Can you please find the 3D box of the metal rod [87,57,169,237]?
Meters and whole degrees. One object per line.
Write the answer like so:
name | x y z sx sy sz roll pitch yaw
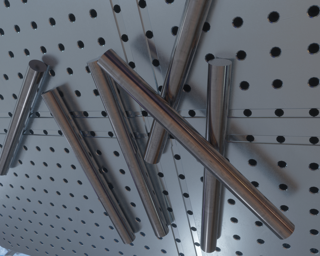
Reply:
metal rod | -0.040 0.042 0.458 0.025 0.025 0.299 -4 117 30

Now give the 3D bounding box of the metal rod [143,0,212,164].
metal rod | 0.022 -0.072 0.355 0.025 0.025 0.298 26 128 12

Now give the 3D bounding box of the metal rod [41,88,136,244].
metal rod | -0.112 0.074 0.516 0.025 0.025 0.299 -10 114 32

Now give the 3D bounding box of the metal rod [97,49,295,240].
metal rod | 0.044 0.021 0.367 0.300 0.025 0.025 44 129 -3

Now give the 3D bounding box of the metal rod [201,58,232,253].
metal rod | 0.070 0.057 0.409 0.025 0.025 0.298 11 123 22

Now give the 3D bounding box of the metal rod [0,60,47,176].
metal rod | -0.251 -0.002 0.543 0.025 0.025 0.298 40 129 1
